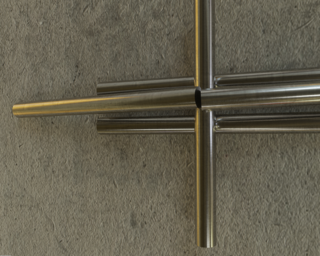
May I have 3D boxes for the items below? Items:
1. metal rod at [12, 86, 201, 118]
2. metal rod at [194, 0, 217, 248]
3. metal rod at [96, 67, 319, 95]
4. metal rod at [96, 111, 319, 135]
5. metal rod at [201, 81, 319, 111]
[{"bbox_3d":[-0.089,-0.031,0.413,0.300,0.025,0.025,-1,90,29],"label":"metal rod"},{"bbox_3d":[0.053,-0.013,0.364,0.025,0.025,0.298,0,90,19],"label":"metal rod"},{"bbox_3d":[0.059,-0.054,0.388,0.301,0.025,0.025,-1,90,19],"label":"metal rod"},{"bbox_3d":[0.059,-0.005,0.388,0.301,0.025,0.025,-1,90,19],"label":"metal rod"},{"bbox_3d":[0.194,-0.038,0.316,0.301,0.025,0.025,-3,89,9],"label":"metal rod"}]
